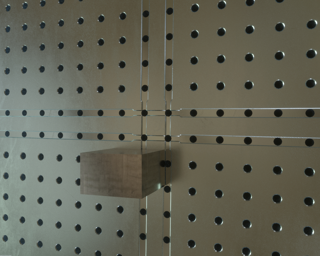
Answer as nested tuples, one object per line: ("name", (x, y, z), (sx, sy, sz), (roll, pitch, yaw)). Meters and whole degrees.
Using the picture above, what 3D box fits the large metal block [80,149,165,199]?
("large metal block", (-0.045, 0.055, 0.398), (0.080, 0.080, 0.050), (0, 90, 19))
